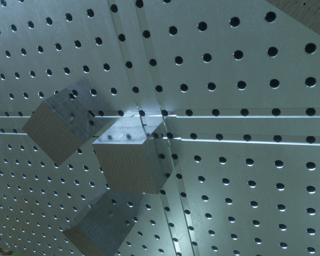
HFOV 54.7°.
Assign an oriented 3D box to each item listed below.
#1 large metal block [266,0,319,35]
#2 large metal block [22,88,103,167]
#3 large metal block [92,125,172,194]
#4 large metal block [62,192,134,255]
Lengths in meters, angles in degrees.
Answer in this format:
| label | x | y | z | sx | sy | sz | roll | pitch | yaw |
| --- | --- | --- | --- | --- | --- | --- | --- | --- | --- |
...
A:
| label | x | y | z | sx | sy | sz | roll | pitch | yaw |
| --- | --- | --- | --- | --- | --- | --- | --- | --- | --- |
| large metal block | 0.146 | -0.120 | 0.244 | 0.080 | 0.050 | 0.079 | 35 | 129 | 4 |
| large metal block | -0.149 | 0.000 | 0.471 | 0.080 | 0.050 | 0.080 | 48 | 128 | -6 |
| large metal block | -0.038 | 0.044 | 0.440 | 0.080 | 0.050 | 0.080 | -1 | 118 | 28 |
| large metal block | -0.105 | 0.174 | 0.536 | 0.050 | 0.080 | 0.080 | -33 | 100 | 38 |
